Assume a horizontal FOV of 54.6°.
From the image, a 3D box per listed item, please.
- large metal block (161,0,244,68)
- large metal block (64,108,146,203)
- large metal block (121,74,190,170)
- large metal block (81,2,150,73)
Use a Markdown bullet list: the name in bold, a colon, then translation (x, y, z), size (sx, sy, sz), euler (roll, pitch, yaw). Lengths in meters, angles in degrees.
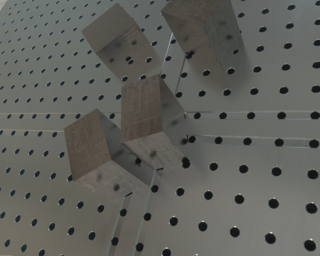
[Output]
- **large metal block**: translation (0.059, -0.139, 0.428), size (0.050, 0.080, 0.080), euler (-49, 51, -6)
- **large metal block**: translation (-0.069, 0.036, 0.388), size (0.050, 0.080, 0.080), euler (-31, 52, 9)
- **large metal block**: translation (-0.005, -0.005, 0.379), size (0.050, 0.080, 0.080), euler (-17, 55, 19)
- **large metal block**: translation (-0.077, -0.154, 0.529), size (0.080, 0.050, 0.080), euler (-37, 51, 3)
